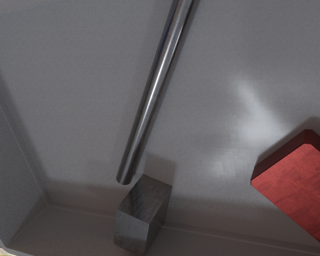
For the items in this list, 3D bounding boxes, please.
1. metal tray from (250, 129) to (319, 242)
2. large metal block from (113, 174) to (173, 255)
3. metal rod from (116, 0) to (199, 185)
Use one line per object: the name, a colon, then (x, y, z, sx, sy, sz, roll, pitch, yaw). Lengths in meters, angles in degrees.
metal tray: (0.183, 0.074, 0.354, 0.130, 0.030, 0.089, 40, 129, 0)
large metal block: (-0.025, 0.131, 0.466, 0.050, 0.080, 0.079, 21, 126, 16)
metal rod: (-0.013, -0.030, 0.395, 0.025, 0.025, 0.298, 29, 128, 9)
